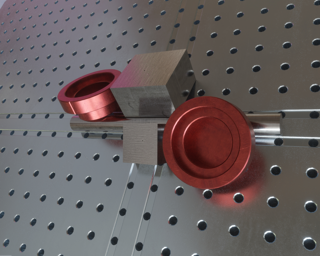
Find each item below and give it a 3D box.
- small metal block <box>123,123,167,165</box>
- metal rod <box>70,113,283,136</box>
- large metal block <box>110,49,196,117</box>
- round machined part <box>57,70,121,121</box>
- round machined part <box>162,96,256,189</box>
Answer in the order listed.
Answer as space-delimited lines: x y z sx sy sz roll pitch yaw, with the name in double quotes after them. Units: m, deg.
-0.019 0.019 0.394 0.050 0.025 0.050 1 91 28 "small metal block"
0.001 -0.006 0.412 0.300 0.025 0.025 1 62 28 "metal rod"
-0.006 -0.060 0.418 0.080 0.050 0.080 1 44 28 "large metal block"
-0.096 -0.046 0.460 0.098 0.042 0.098 -13 32 8 "round machined part"
0.056 0.016 0.342 0.098 0.042 0.097 -2 86 28 "round machined part"
